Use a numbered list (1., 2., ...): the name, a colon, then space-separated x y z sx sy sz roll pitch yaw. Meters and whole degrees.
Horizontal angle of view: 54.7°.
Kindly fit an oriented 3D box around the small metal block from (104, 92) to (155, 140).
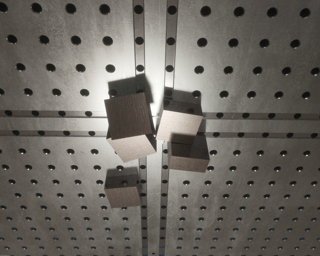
1. small metal block: -0.037 -0.015 0.382 0.050 0.025 0.050 -10 93 8

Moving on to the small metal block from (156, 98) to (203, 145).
1. small metal block: 0.024 -0.008 0.406 0.050 0.025 0.050 9 130 -8

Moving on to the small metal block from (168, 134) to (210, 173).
1. small metal block: 0.037 0.032 0.423 0.050 0.050 0.025 7 130 -7

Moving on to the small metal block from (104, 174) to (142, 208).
1. small metal block: -0.058 0.102 0.498 0.050 0.025 0.050 -6 130 4

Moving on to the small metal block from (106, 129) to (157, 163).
1. small metal block: -0.038 0.016 0.425 0.050 0.025 0.050 -19 128 15
